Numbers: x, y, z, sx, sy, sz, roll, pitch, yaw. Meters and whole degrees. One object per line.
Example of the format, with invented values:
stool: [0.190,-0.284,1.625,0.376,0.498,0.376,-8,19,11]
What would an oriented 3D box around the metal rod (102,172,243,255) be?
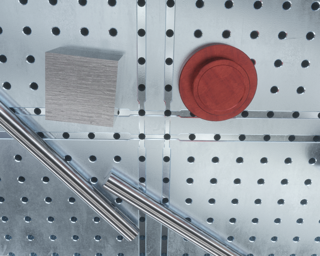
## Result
metal rod: [0.044,0.157,0.471,0.301,0.025,0.025,35,106,-13]

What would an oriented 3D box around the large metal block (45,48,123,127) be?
large metal block: [-0.092,-0.051,0.380,0.081,0.050,0.079,7,110,-3]

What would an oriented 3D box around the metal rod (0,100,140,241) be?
metal rod: [-0.139,0.056,0.432,0.025,0.025,0.300,-39,106,13]

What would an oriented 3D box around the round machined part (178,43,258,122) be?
round machined part: [0.073,-0.054,0.386,0.099,0.042,0.097,0,110,-1]
